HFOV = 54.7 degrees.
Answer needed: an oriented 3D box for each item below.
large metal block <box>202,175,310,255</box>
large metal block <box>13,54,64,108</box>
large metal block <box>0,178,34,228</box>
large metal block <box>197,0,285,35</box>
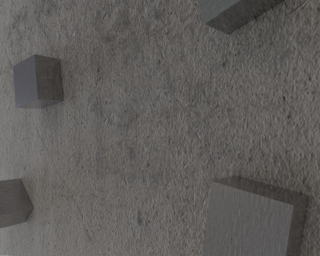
[{"bbox_3d":[0.095,0.099,0.311,0.080,0.050,0.079,11,97,39],"label":"large metal block"},{"bbox_3d":[-0.227,-0.083,0.576,0.080,0.050,0.080,-11,83,39],"label":"large metal block"},{"bbox_3d":[-0.319,0.155,0.633,0.080,0.081,0.050,51,120,27],"label":"large metal block"},{"bbox_3d":[0.081,-0.158,0.322,0.080,0.050,0.080,-25,74,37],"label":"large metal block"}]
